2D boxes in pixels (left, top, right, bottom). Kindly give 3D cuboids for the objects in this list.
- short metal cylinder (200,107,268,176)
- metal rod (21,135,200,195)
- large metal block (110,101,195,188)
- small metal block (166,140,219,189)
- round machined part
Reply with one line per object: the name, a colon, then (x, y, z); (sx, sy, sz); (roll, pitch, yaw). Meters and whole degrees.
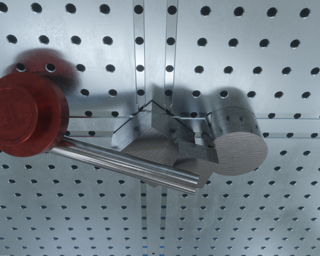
short metal cylinder: (0.096, 0.019, 0.412); (0.081, 0.050, 0.079); (0, 130, 0)
metal rod: (-0.102, 0.026, 0.375); (0.301, 0.025, 0.025); (15, 131, 9)
large metal block: (-0.009, 0.025, 0.413); (0.080, 0.050, 0.080); (36, 121, -27)
small metal block: (0.038, 0.046, 0.383); (0.050, 0.025, 0.050); (14, 129, -13)
round machined part: (-0.158, -0.015, 0.350); (0.098, 0.042, 0.097); (0, 92, 10)
